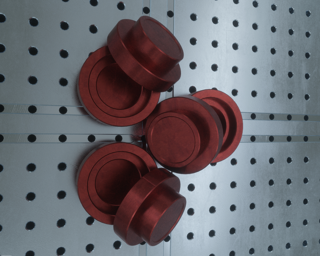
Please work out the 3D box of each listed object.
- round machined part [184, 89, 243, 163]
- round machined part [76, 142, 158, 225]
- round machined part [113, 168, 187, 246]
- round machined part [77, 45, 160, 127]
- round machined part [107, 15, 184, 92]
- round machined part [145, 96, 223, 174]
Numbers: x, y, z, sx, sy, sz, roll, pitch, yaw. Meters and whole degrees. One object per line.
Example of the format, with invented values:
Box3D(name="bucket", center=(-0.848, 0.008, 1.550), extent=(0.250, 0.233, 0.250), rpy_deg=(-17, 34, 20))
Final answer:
Box3D(name="round machined part", center=(0.060, -0.003, 0.425), extent=(0.099, 0.042, 0.097), rpy_deg=(0, 90, -20))
Box3D(name="round machined part", center=(-0.053, 0.065, 0.383), extent=(0.099, 0.042, 0.097), rpy_deg=(0, 90, -20))
Box3D(name="round machined part", center=(-0.005, 0.100, 0.371), extent=(0.099, 0.042, 0.097), rpy_deg=(-39, 146, -32))
Box3D(name="round machined part", center=(-0.052, -0.050, 0.383), extent=(0.099, 0.042, 0.097), rpy_deg=(0, 90, -20))
Box3D(name="round machined part", center=(-0.010, -0.094, 0.370), extent=(0.098, 0.042, 0.098), rpy_deg=(32, 36, -26))
Box3D(name="round machined part", center=(0.024, 0.010, 0.380), extent=(0.042, 0.098, 0.098), rpy_deg=(-22, 100, -61))
